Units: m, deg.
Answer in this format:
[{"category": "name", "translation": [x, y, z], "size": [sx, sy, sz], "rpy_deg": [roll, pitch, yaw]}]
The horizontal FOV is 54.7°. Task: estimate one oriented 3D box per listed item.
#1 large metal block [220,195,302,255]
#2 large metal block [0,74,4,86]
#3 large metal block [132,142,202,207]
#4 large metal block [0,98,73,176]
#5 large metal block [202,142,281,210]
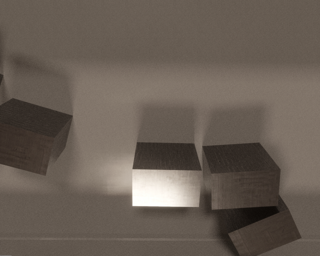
[{"category": "large metal block", "translation": [0.133, 0.123, 0.429], "size": [0.080, 0.080, 0.050], "rpy_deg": [-26, 108, 9]}, {"category": "large metal block", "translation": [-0.240, -0.030, 0.367], "size": [0.050, 0.080, 0.080], "rpy_deg": [24, 108, -9]}, {"category": "large metal block", "translation": [0.007, 0.058, 0.403], "size": [0.081, 0.080, 0.050], "rpy_deg": [1, 110, -1]}, {"category": "large metal block", "translation": [-0.163, 0.008, 0.383], "size": [0.080, 0.080, 0.050], "rpy_deg": [17, 109, -7]}, {"category": "large metal block", "translation": [0.101, 0.060, 0.406], "size": [0.081, 0.080, 0.050], "rpy_deg": [-4, 110, 1]}]
